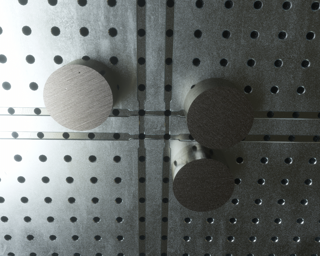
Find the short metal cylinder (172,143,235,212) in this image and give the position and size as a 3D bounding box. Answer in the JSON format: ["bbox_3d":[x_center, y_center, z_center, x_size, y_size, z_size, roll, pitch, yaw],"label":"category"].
[{"bbox_3d":[0.057,0.067,0.426,0.081,0.050,0.079,0,110,-1],"label":"short metal cylinder"}]

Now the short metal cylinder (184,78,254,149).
[{"bbox_3d":[0.072,-0.020,0.394,0.081,0.050,0.079,0,110,-1],"label":"short metal cylinder"}]

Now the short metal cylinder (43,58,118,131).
[{"bbox_3d":[-0.095,-0.042,0.383,0.081,0.050,0.079,0,110,-1],"label":"short metal cylinder"}]
